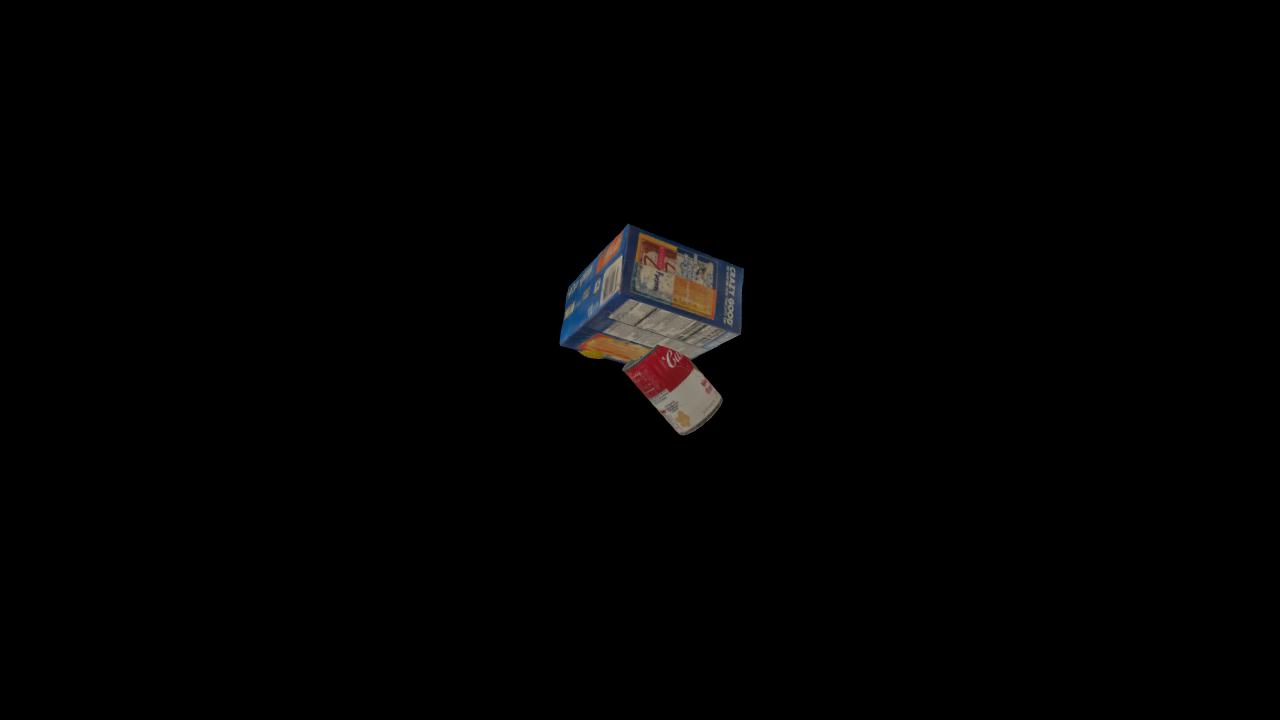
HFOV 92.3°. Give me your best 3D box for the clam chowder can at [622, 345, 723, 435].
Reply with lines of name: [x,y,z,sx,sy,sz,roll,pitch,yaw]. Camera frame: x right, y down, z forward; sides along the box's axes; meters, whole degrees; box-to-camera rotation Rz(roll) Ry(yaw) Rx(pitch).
clam chowder can: [0.037,0.027,0.700,0.068,0.102,0.068,-40,7,6]

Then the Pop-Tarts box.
Pop-Tarts box: [0.008,-0.057,0.677,0.141,0.083,0.167,17,-22,-22]

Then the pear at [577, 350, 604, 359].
pear: [-0.028,-0.045,0.730,0.111,0.080,0.080,-15,2,-8]
